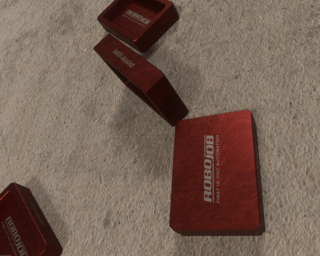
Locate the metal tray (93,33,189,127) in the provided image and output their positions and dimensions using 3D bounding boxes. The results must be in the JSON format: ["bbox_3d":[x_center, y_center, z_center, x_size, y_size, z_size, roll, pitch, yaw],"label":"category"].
[{"bbox_3d":[-0.026,-0.065,0.413,0.030,0.090,0.130,-45,51,-3],"label":"metal tray"}]

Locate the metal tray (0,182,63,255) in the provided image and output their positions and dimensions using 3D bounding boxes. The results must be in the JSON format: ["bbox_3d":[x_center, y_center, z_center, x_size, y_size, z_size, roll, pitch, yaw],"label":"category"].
[{"bbox_3d":[-0.195,0.146,0.410,0.090,0.030,0.130,-47,52,-5],"label":"metal tray"}]

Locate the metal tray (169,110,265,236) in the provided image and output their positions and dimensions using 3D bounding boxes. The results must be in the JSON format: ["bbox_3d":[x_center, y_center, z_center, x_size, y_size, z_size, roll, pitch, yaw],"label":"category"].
[{"bbox_3d":[0.061,0.048,0.339,0.090,0.030,0.130,-9,58,23],"label":"metal tray"}]

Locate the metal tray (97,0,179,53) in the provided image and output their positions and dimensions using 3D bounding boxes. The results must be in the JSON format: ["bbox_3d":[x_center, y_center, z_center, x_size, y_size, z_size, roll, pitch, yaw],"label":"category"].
[{"bbox_3d":[-0.041,-0.192,0.537,0.090,0.030,0.130,-46,52,-5],"label":"metal tray"}]
